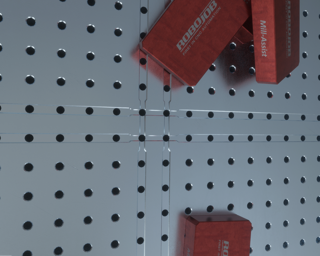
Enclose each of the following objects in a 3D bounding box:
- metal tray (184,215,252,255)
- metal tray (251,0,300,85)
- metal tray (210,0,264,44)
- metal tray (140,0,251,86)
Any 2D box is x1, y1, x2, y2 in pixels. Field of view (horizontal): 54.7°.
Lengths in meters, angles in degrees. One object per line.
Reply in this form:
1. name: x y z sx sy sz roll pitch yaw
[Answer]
1. metal tray: 0.080 0.193 0.441 0.091 0.030 0.129 5 88 -20
2. metal tray: 0.164 -0.137 0.433 0.091 0.030 0.129 -35 124 -39
3. metal tray: 0.135 -0.205 0.460 0.090 0.030 0.130 35 79 -17
4. metal tray: 0.046 -0.132 0.410 0.090 0.030 0.130 37 92 -16
